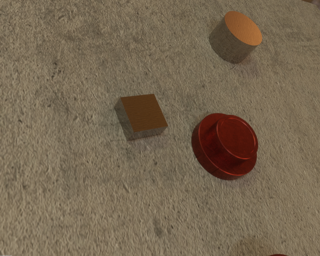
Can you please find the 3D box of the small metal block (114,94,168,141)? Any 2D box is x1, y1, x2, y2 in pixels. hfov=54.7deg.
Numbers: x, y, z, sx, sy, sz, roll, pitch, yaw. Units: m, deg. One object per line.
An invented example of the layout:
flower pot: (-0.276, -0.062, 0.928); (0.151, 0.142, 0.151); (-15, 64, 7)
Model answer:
small metal block: (-0.025, -0.014, 0.401); (0.050, 0.025, 0.050); (-10, 67, -33)

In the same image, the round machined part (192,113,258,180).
round machined part: (0.097, 0.020, 0.435); (0.099, 0.042, 0.098); (14, 56, -21)

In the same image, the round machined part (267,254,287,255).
round machined part: (0.130, 0.196, 0.346); (0.099, 0.042, 0.098); (14, 56, -21)

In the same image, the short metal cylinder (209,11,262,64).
short metal cylinder: (0.137, -0.165, 0.565); (0.081, 0.050, 0.080); (14, 56, -21)
